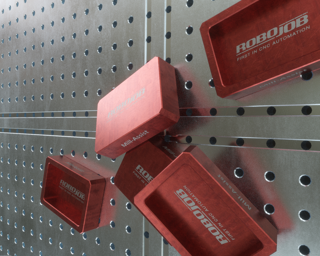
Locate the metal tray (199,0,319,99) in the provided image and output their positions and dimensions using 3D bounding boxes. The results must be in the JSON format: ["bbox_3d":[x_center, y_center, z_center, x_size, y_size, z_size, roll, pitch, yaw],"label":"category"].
[{"bbox_3d":[0.110,-0.091,0.313,0.130,0.030,0.090,-21,77,37],"label":"metal tray"}]

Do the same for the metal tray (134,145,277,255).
[{"bbox_3d":[0.046,0.094,0.331,0.130,0.030,0.090,47,113,6],"label":"metal tray"}]

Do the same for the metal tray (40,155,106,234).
[{"bbox_3d":[-0.152,0.108,0.528,0.130,0.030,0.089,19,102,38],"label":"metal tray"}]

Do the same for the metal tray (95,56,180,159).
[{"bbox_3d":[-0.035,-0.024,0.411,0.130,0.030,0.090,-31,49,35],"label":"metal tray"}]

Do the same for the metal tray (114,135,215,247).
[{"bbox_3d":[0.002,0.074,0.402,0.130,0.030,0.089,39,114,32],"label":"metal tray"}]
